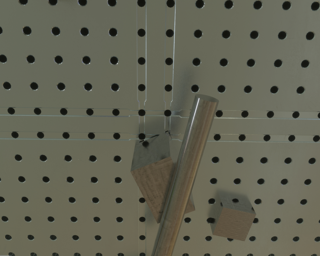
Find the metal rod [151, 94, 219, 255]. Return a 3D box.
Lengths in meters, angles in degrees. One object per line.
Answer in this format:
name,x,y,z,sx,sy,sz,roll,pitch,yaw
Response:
metal rod,0.015,0.106,0.367,0.025,0.025,0.298,12,110,-5

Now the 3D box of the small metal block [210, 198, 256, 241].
small metal block,0.109,0.138,0.466,0.050,0.025,0.050,13,110,-6

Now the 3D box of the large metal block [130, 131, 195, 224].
large metal block,0.004,0.062,0.407,0.050,0.080,0.080,-22,109,7
